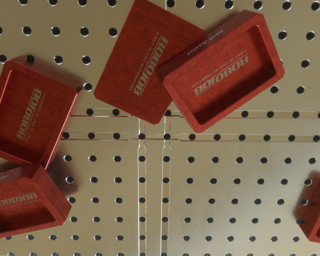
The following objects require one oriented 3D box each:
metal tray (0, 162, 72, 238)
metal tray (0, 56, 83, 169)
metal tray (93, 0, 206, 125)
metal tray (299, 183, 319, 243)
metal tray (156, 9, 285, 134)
[{"bbox_3d":[-0.202,0.104,0.427,0.130,0.030,0.090,-16,119,15],"label":"metal tray"},{"bbox_3d":[-0.168,-0.015,0.402,0.090,0.030,0.129,25,108,-9],"label":"metal tray"},{"bbox_3d":[-0.014,-0.079,0.381,0.090,0.030,0.129,25,108,-10],"label":"metal tray"},{"bbox_3d":[0.291,0.136,0.465,0.131,0.030,0.089,13,110,-5],"label":"metal tray"},{"bbox_3d":[0.073,-0.064,0.366,0.130,0.030,0.090,-35,122,2],"label":"metal tray"}]
